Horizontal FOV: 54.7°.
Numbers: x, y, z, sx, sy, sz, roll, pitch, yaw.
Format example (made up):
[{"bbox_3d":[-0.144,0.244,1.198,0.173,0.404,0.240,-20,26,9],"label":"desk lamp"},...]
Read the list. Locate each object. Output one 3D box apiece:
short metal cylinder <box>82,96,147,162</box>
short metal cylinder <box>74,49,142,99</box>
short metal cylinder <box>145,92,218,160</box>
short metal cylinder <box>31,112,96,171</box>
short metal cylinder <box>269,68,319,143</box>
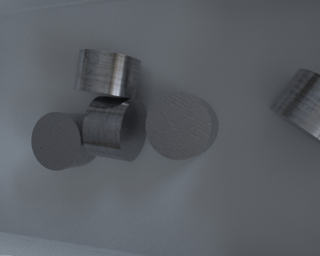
[{"bbox_3d":[-0.055,0.000,0.400,0.050,0.080,0.079,8,93,19],"label":"short metal cylinder"},{"bbox_3d":[-0.068,-0.068,0.404,0.080,0.080,0.050,10,94,19],"label":"short metal cylinder"},{"bbox_3d":[0.029,-0.002,0.386,0.080,0.050,0.079,0,90,19],"label":"short metal cylinder"},{"bbox_3d":[-0.133,0.018,0.443,0.080,0.050,0.079,0,90,19],"label":"short metal cylinder"},{"bbox_3d":[0.164,-0.019,0.324,0.080,0.080,0.050,38,102,15],"label":"short metal cylinder"}]
